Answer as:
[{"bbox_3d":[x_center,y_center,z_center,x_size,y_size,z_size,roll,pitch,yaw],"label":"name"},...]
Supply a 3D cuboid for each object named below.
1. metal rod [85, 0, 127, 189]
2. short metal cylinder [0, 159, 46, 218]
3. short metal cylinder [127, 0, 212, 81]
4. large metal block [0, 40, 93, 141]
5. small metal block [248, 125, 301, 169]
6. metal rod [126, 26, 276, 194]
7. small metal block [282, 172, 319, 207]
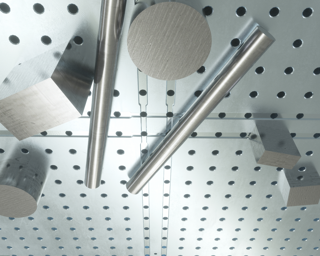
[{"bbox_3d":[-0.073,-0.026,0.388,0.025,0.025,0.298,9,130,-8],"label":"metal rod"},{"bbox_3d":[-0.221,0.092,0.472,0.081,0.050,0.079,0,130,0],"label":"short metal cylinder"},{"bbox_3d":[0.009,-0.096,0.314,0.081,0.050,0.079,0,130,0],"label":"short metal cylinder"},{"bbox_3d":[-0.126,-0.042,0.339,0.080,0.080,0.050,-20,127,16],"label":"large metal block"},{"bbox_3d":[0.153,0.025,0.418,0.050,0.050,0.025,10,129,-9],"label":"small metal block"},{"bbox_3d":[0.035,-0.003,0.409,0.025,0.025,0.298,25,126,-20],"label":"metal rod"},{"bbox_3d":[0.228,0.100,0.498,0.050,0.025,0.050,-6,130,5],"label":"small metal block"}]
